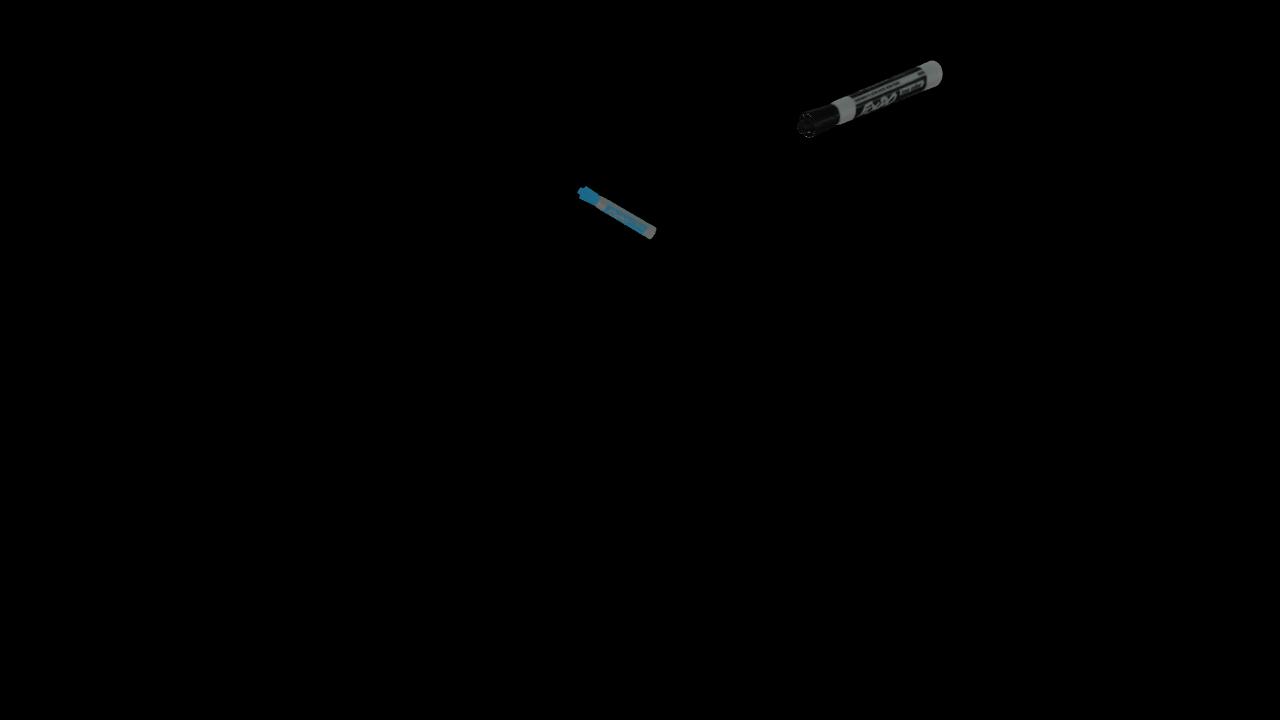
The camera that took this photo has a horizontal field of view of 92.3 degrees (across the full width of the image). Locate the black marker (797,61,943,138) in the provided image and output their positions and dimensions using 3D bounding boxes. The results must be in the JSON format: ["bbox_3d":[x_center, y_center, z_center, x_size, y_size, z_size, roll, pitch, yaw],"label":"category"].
[{"bbox_3d":[0.167,-0.189,0.448,0.121,0.020,0.020,-26,6,-12],"label":"black marker"}]

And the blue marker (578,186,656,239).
[{"bbox_3d":[-0.032,-0.203,0.845,0.121,0.020,0.020,26,-11,-23],"label":"blue marker"}]
